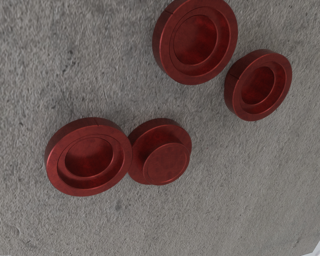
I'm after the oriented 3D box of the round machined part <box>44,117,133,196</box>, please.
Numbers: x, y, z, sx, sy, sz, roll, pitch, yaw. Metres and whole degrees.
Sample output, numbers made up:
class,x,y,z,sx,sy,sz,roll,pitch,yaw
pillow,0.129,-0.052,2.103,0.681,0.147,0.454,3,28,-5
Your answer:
class,x,y,z,sx,sy,sz,roll,pitch,yaw
round machined part,-0.085,0.030,0.367,0.099,0.042,0.097,-14,124,-21

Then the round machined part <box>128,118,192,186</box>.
class,x,y,z,sx,sy,sz,roll,pitch,yaw
round machined part,0.001,0.039,0.420,0.099,0.042,0.097,-14,124,-21

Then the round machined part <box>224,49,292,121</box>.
class,x,y,z,sx,sy,sz,roll,pitch,yaw
round machined part,0.129,-0.062,0.428,0.099,0.042,0.097,-14,124,-21

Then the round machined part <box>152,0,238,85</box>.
class,x,y,z,sx,sy,sz,roll,pitch,yaw
round machined part,0.036,-0.102,0.352,0.099,0.042,0.097,-14,124,-21
